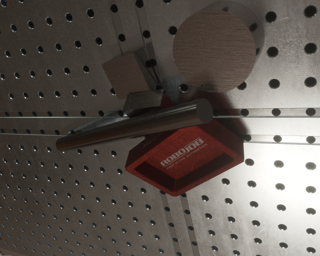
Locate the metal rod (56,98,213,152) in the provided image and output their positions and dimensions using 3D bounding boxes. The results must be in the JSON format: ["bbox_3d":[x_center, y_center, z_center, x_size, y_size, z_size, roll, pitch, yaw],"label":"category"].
[{"bbox_3d":[-0.059,0.006,0.403,0.299,0.025,0.025,-12,113,46],"label":"metal rod"}]

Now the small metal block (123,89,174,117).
[{"bbox_3d":[-0.010,-0.020,0.387,0.050,0.025,0.050,-5,146,26],"label":"small metal block"}]

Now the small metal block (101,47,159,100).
[{"bbox_3d":[-0.037,-0.067,0.388,0.050,0.025,0.050,-12,113,33],"label":"small metal block"}]

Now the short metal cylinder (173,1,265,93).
[{"bbox_3d":[0.060,-0.082,0.312,0.080,0.050,0.079,13,124,20],"label":"short metal cylinder"}]

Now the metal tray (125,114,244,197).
[{"bbox_3d":[0.028,0.036,0.394,0.090,0.030,0.129,33,132,-22],"label":"metal tray"}]
